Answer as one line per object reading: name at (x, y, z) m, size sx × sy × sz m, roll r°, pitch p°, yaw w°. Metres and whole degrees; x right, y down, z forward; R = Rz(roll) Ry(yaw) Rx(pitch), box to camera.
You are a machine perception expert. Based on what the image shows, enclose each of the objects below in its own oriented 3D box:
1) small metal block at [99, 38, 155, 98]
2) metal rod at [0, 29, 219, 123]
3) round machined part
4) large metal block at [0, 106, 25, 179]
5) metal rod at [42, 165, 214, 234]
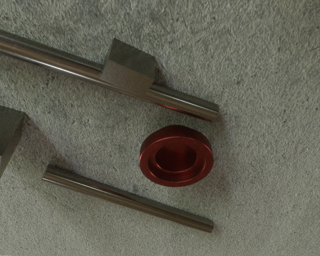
small metal block at (-0.034, -0.066, 0.334) m, size 0.050 × 0.050 × 0.025 m, roll 22°, pitch 127°, yaw -18°
metal rod at (-0.071, -0.061, 0.353) m, size 0.302 × 0.025 × 0.025 m, roll 17°, pitch 128°, yaw -15°
round machined part at (0.022, 0.034, 0.426) m, size 0.099 × 0.042 × 0.097 m, roll -1°, pitch 130°, yaw 0°
large metal block at (-0.222, 0.011, 0.378) m, size 0.081 × 0.080 × 0.050 m, roll 17°, pitch 128°, yaw -15°
metal rod at (-0.041, 0.123, 0.510) m, size 0.302 × 0.025 × 0.025 m, roll 23°, pitch 126°, yaw -19°
